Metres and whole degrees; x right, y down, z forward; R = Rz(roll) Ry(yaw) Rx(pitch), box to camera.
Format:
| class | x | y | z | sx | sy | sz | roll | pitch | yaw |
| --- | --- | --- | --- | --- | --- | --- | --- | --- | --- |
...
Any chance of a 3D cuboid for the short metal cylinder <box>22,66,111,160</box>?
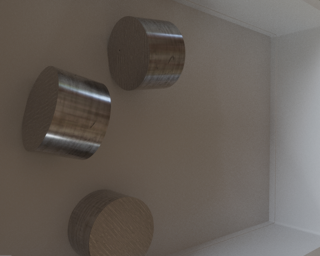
| class | x | y | z | sx | sy | sz | roll | pitch | yaw |
| --- | --- | --- | --- | --- | --- | --- | --- | --- | --- |
| short metal cylinder | -0.090 | -0.013 | 0.295 | 0.050 | 0.080 | 0.080 | 16 | 80 | -39 |

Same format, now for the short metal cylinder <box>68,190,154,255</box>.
| class | x | y | z | sx | sy | sz | roll | pitch | yaw |
| --- | --- | --- | --- | --- | --- | --- | --- | --- | --- |
| short metal cylinder | -0.054 | 0.113 | 0.345 | 0.081 | 0.050 | 0.080 | 0 | 90 | -40 |

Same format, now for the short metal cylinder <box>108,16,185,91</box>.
| class | x | y | z | sx | sy | sz | roll | pitch | yaw |
| --- | --- | --- | --- | --- | --- | --- | --- | --- | --- |
| short metal cylinder | -0.017 | -0.084 | 0.356 | 0.050 | 0.080 | 0.079 | -9 | 96 | -40 |

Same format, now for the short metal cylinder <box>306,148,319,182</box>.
| class | x | y | z | sx | sy | sz | roll | pitch | yaw |
| --- | --- | --- | --- | --- | --- | --- | --- | --- | --- |
| short metal cylinder | 0.381 | 0.087 | 0.712 | 0.081 | 0.050 | 0.080 | 0 | 90 | -40 |
